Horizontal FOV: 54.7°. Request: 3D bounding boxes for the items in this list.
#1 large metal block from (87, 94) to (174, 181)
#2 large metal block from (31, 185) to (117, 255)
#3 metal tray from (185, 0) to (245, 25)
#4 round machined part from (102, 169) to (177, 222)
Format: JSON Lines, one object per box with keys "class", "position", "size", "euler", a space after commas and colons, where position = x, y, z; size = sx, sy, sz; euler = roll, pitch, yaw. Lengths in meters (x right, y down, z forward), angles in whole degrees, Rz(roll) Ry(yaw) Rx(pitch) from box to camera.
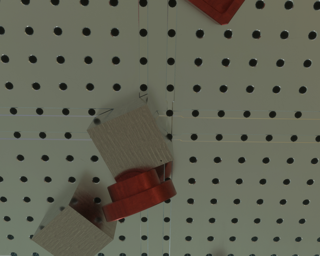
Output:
{"class": "large metal block", "position": [-0.035, 0.013, 0.404], "size": [0.080, 0.050, 0.080], "euler": [-23, 109, 8]}
{"class": "large metal block", "position": [-0.122, 0.146, 0.453], "size": [0.080, 0.050, 0.080], "euler": [-43, 105, 14]}
{"class": "metal tray", "position": [0.046, -0.188, 0.341], "size": [0.130, 0.030, 0.090], "euler": [32, 107, -12]}
{"class": "round machined part", "position": [-0.031, 0.086, 0.412], "size": [0.098, 0.098, 0.042], "euler": [-23, 82, 8]}
